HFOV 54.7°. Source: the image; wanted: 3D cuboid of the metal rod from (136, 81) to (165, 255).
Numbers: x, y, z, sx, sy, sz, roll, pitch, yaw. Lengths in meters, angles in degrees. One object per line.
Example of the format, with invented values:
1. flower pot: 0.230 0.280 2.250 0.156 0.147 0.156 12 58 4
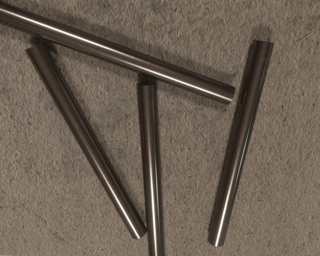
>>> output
1. metal rod: -0.010 0.084 0.440 0.025 0.025 0.298 -3 110 0

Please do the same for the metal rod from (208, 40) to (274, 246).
1. metal rod: 0.105 0.034 0.423 0.025 0.025 0.298 7 110 -3

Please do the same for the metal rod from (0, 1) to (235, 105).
1. metal rod: -0.051 -0.089 0.376 0.302 0.025 0.025 19 109 -7

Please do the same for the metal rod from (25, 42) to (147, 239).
1. metal rod: -0.091 0.030 0.419 0.025 0.025 0.299 -22 109 7
